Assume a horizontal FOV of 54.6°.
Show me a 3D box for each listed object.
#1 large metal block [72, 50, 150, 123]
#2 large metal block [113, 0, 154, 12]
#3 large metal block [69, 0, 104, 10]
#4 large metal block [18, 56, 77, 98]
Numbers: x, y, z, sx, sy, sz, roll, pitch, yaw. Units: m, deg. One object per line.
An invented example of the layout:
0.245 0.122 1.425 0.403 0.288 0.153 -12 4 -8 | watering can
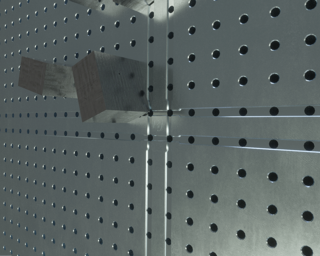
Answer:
-0.067 -0.053 0.430 0.050 0.081 0.080 -22 76 38 | large metal block
-0.028 -0.219 0.417 0.080 0.050 0.080 -24 75 37 | large metal block
-0.111 -0.250 0.486 0.080 0.050 0.080 -34 69 35 | large metal block
-0.178 -0.084 0.522 0.080 0.081 0.050 20 103 38 | large metal block
